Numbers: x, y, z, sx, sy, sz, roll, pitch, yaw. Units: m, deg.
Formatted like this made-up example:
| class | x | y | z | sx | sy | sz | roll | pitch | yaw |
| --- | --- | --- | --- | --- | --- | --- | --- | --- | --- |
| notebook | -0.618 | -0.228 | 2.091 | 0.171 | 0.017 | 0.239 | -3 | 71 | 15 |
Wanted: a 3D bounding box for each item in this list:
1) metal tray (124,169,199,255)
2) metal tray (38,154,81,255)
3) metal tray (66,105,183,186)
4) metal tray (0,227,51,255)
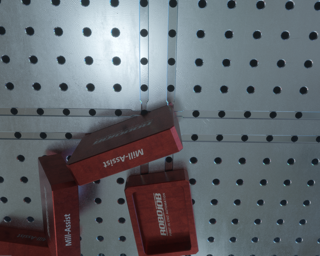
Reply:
| class | x | y | z | sx | sy | sz | roll | pitch | yaw |
| --- | --- | --- | --- | --- | --- | --- | --- | --- | --- |
| metal tray | 0.004 | 0.130 | 0.458 | 0.090 | 0.030 | 0.129 | -8 | 110 | 3 |
| metal tray | -0.136 | 0.111 | 0.417 | 0.030 | 0.090 | 0.129 | -8 | 113 | -29 |
| metal tray | -0.040 | 0.018 | 0.384 | 0.130 | 0.090 | 0.030 | -20 | 109 | 7 |
| metal tray | -0.200 | 0.208 | 0.486 | 0.131 | 0.030 | 0.089 | 10 | 110 | -4 |
